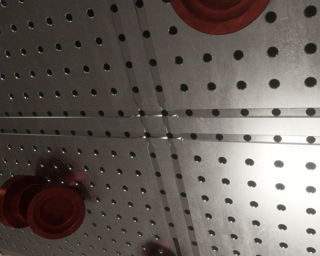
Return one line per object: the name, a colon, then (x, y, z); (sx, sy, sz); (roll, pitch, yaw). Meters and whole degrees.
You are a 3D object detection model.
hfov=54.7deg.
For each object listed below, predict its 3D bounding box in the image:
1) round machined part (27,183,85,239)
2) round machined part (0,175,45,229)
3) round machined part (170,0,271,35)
round machined part: (-0.188, 0.148, 0.565); (0.098, 0.098, 0.042); (61, 168, -16)
round machined part: (-0.249, 0.137, 0.577); (0.042, 0.098, 0.097); (0, 119, 28)
round machined part: (0.058, -0.139, 0.283); (0.098, 0.042, 0.097); (13, 124, 20)
